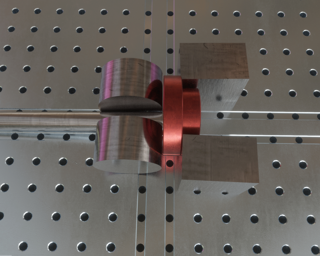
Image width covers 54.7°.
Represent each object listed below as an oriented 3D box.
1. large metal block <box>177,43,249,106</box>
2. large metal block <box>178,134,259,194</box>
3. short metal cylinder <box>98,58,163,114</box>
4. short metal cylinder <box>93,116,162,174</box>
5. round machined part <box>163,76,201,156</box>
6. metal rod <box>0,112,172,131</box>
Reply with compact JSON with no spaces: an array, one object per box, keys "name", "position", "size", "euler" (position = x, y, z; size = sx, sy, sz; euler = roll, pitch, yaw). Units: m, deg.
[{"name":"large metal block","position":[0.065,-0.067,0.408],"size":[0.081,0.080,0.050],"euler":[0,70,0]},{"name":"large metal block","position":[0.064,0.045,0.367],"size":[0.080,0.080,0.050],"euler":[3,70,1]},{"name":"short metal cylinder","position":[-0.037,-0.047,0.400],"size":[0.080,0.080,0.050],"euler":[1,71,0]},{"name":"short metal cylinder","position":[-0.038,0.023,0.373],"size":[0.080,0.080,0.050],"euler":[1,71,0]},{"name":"round machined part","position":[0.025,-0.015,0.378],"size":[0.042,0.098,0.098],"euler":[1,70,0]},{"name":"metal rod","position":[-0.120,-0.009,0.402],"size":[0.302,0.025,0.025],"euler":[0,70,4]}]
